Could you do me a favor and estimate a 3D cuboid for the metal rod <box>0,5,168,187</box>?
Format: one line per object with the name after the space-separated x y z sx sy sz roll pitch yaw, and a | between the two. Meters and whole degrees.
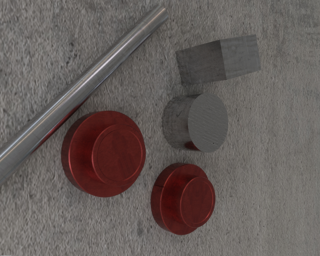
-0.082 -0.044 0.335 0.301 0.025 0.025 -52 121 -27 | metal rod

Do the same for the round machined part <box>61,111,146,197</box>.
-0.055 0.029 0.348 0.099 0.042 0.097 0 90 -40 | round machined part

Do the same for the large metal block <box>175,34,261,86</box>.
0.082 -0.095 0.438 0.081 0.080 0.050 -20 103 -38 | large metal block

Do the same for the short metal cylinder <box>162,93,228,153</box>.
0.049 -0.007 0.430 0.081 0.050 0.079 0 90 -40 | short metal cylinder

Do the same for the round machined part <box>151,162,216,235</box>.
0.038 0.098 0.426 0.099 0.042 0.097 0 90 -40 | round machined part
